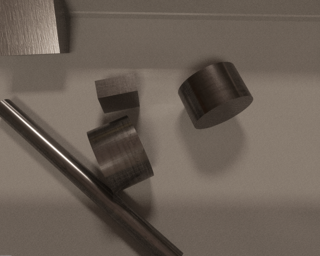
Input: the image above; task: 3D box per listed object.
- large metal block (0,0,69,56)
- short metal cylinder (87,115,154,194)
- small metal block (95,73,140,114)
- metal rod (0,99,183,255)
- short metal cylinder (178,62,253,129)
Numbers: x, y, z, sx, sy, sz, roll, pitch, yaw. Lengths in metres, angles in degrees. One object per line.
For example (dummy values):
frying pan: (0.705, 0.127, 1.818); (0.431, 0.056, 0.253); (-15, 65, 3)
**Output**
large metal block: (-0.177, -0.142, 0.427); (0.081, 0.050, 0.079); (-3, 104, -2)
short metal cylinder: (-0.047, 0.031, 0.369); (0.050, 0.080, 0.080); (-24, 72, -9)
small metal block: (-0.055, -0.045, 0.412); (0.050, 0.050, 0.025); (-12, 71, -5)
metal rod: (-0.096, 0.062, 0.385); (0.300, 0.025, 0.025); (38, 74, 12)
short metal cylinder: (0.070, -0.040, 0.396); (0.080, 0.080, 0.050); (-22, 72, -8)
